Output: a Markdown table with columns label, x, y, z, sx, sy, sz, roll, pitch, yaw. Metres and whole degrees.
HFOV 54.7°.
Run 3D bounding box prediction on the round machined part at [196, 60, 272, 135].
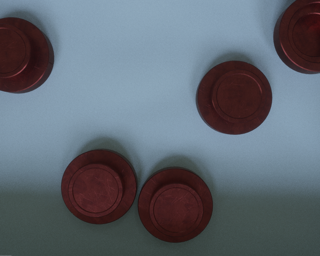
| label | x | y | z | sx | sy | sz | roll | pitch | yaw |
| --- | --- | --- | --- | --- | --- | --- | --- | --- | --- |
| round machined part | 0.098 | -0.040 | 0.404 | 0.099 | 0.042 | 0.097 | 0 | 90 | -1 |

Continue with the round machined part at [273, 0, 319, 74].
| label | x | y | z | sx | sy | sz | roll | pitch | yaw |
| --- | --- | --- | --- | --- | --- | --- | --- | --- | --- |
| round machined part | 0.197 | -0.119 | 0.406 | 0.099 | 0.042 | 0.097 | 0 | 90 | -1 |

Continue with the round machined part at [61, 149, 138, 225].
| label | x | y | z | sx | sy | sz | roll | pitch | yaw |
| --- | --- | --- | --- | --- | --- | --- | --- | --- | --- |
| round machined part | -0.080 | 0.077 | 0.402 | 0.099 | 0.042 | 0.097 | 0 | 90 | -1 |

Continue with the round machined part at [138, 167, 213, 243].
| label | x | y | z | sx | sy | sz | roll | pitch | yaw |
| --- | --- | --- | --- | --- | --- | --- | --- | --- | --- |
| round machined part | 0.020 | 0.102 | 0.403 | 0.099 | 0.042 | 0.097 | 0 | 90 | -1 |

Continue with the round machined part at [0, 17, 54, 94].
| label | x | y | z | sx | sy | sz | roll | pitch | yaw |
| --- | --- | --- | --- | --- | --- | --- | --- | --- | --- |
| round machined part | -0.193 | -0.095 | 0.400 | 0.099 | 0.042 | 0.097 | 0 | 90 | -1 |
